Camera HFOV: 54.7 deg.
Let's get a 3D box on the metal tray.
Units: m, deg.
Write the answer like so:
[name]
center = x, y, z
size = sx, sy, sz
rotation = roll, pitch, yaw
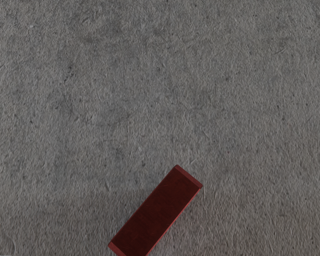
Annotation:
[metal tray]
center = -0.003, 0.093, 0.318
size = 0.030, 0.130, 0.090
rotation = 39, 75, 12
